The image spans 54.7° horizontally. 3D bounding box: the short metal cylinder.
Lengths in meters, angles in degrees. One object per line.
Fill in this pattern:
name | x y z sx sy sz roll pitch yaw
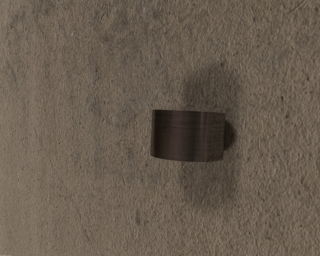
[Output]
short metal cylinder | 0.031 0.007 0.342 0.080 0.081 0.050 5 93 39
